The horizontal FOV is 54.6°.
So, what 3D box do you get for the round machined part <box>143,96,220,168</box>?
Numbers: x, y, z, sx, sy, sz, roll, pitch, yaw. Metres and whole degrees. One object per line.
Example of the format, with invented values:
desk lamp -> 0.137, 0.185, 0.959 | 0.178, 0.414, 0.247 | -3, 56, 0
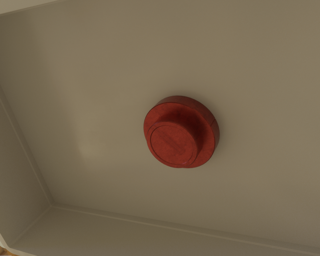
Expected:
round machined part -> 0.022, 0.012, 0.394 | 0.098, 0.042, 0.097 | 13, 124, 21
